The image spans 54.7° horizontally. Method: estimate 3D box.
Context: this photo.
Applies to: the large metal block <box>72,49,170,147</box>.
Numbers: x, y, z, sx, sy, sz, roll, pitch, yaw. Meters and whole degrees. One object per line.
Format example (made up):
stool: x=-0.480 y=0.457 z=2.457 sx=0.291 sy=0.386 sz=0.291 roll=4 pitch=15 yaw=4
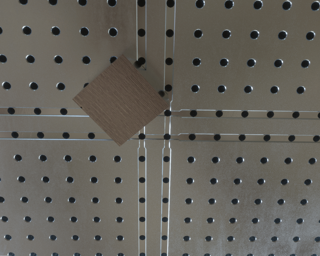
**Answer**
large metal block: x=-0.045 y=-0.038 z=0.385 sx=0.080 sy=0.050 sz=0.080 roll=-39 pitch=106 yaw=13
